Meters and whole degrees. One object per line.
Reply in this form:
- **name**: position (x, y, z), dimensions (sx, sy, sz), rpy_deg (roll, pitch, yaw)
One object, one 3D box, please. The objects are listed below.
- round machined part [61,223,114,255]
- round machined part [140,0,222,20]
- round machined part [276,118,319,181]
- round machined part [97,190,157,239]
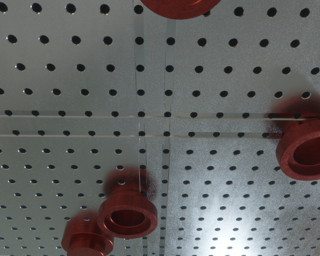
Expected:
- **round machined part**: position (-0.139, 0.227, 0.592), dimensions (0.099, 0.042, 0.097), rpy_deg (-1, 130, 0)
- **round machined part**: position (0.020, -0.145, 0.278), dimensions (0.099, 0.042, 0.097), rpy_deg (-1, 130, 0)
- **round machined part**: position (0.209, 0.025, 0.425), dimensions (0.099, 0.042, 0.097), rpy_deg (-1, 130, 0)
- **round machined part**: position (-0.053, 0.142, 0.521), dimensions (0.099, 0.042, 0.097), rpy_deg (-1, 130, 0)
